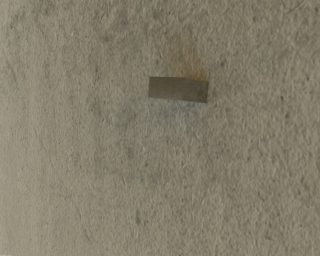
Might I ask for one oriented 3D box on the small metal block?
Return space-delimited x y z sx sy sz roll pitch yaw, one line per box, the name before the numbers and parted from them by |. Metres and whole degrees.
small metal block | 0.022 -0.045 0.369 0.050 0.050 0.025 9 96 39
